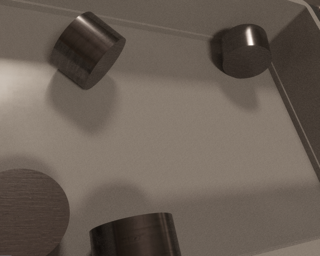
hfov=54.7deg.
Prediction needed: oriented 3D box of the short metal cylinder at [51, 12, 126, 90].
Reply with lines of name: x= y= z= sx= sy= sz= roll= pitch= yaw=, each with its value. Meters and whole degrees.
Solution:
short metal cylinder: x=-0.087 y=-0.094 z=0.382 sx=0.050 sy=0.080 sz=0.080 roll=38 pitch=51 yaw=-3

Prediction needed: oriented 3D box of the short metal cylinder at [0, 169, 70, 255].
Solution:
short metal cylinder: x=-0.126 y=0.082 z=0.272 sx=0.081 sy=0.050 sz=0.080 roll=14 pitch=56 yaw=-21

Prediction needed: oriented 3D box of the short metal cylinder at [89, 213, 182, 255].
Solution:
short metal cylinder: x=-0.022 y=0.115 z=0.289 sx=0.081 sy=0.080 sz=0.050 roll=1 pitch=62 yaw=-28

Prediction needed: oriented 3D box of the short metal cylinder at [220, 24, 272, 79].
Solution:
short metal cylinder: x=0.146 y=-0.130 z=0.531 sx=0.081 sy=0.080 sz=0.050 roll=14 pitch=56 yaw=-21
